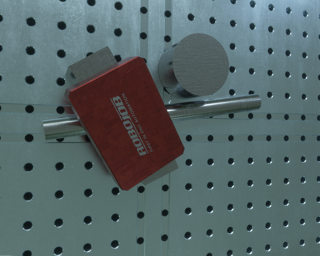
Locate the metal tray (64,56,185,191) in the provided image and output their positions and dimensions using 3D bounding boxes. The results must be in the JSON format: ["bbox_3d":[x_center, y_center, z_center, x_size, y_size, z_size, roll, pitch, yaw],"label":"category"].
[{"bbox_3d":[-0.037,-0.005,0.356,0.091,0.030,0.129,-32,112,-17],"label":"metal tray"}]

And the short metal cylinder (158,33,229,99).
[{"bbox_3d":[0.044,-0.081,0.416,0.081,0.050,0.079,0,90,-21],"label":"short metal cylinder"}]

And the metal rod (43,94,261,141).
[{"bbox_3d":[0.005,-0.019,0.415,0.303,0.025,0.025,-8,93,-20],"label":"metal rod"}]

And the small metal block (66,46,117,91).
[{"bbox_3d":[-0.082,-0.070,0.369,0.050,0.050,0.025,-33,101,-17],"label":"small metal block"}]

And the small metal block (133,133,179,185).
[{"bbox_3d":[-0.011,0.040,0.408,0.050,0.025,0.050,-25,99,-19],"label":"small metal block"}]
